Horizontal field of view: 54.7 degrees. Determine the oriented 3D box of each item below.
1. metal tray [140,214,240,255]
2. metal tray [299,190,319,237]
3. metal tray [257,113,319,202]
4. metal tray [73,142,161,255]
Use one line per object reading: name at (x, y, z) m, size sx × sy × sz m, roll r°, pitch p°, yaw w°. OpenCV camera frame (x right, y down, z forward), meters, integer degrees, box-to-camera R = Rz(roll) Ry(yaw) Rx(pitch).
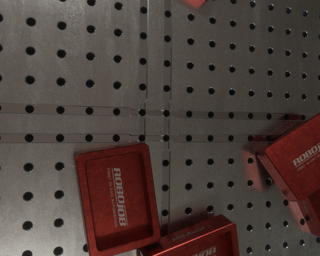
metal tray at (0.045, 0.182, 0.420) m, size 0.131 × 0.030 × 0.089 m, roll -15°, pitch 105°, yaw -20°
metal tray at (0.272, 0.106, 0.513) m, size 0.091 × 0.030 × 0.129 m, roll -30°, pitch 100°, yaw -18°
metal tray at (0.228, 0.041, 0.475) m, size 0.131 × 0.030 × 0.090 m, roll -30°, pitch 80°, yaw -13°
metal tray at (-0.053, 0.088, 0.391) m, size 0.091 × 0.030 × 0.129 m, roll -9°, pitch 93°, yaw -20°
